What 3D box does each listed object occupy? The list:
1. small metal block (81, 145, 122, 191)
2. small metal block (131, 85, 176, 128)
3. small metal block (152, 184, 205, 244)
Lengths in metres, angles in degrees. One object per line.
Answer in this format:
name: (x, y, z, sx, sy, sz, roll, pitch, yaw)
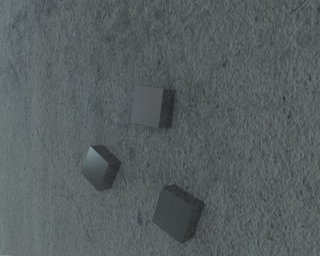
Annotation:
small metal block: (-0.092, 0.061, 0.481, 0.050, 0.025, 0.050, 37, 112, 34)
small metal block: (-0.010, -0.029, 0.413, 0.050, 0.025, 0.050, 12, 98, 39)
small metal block: (0.022, 0.106, 0.387, 0.050, 0.025, 0.050, 27, 107, 37)
